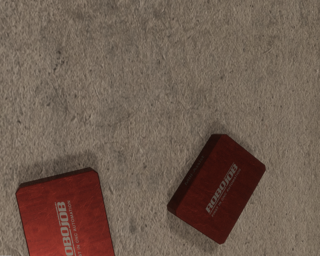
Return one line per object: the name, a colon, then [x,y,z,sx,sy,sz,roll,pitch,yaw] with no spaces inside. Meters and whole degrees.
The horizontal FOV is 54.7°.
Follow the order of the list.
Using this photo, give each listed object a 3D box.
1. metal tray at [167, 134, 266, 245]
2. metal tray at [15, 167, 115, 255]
metal tray: [0.082,0.084,0.438,0.090,0.030,0.130,37,78,-17]
metal tray: [-0.109,0.120,0.367,0.091,0.030,0.129,-12,94,-20]
